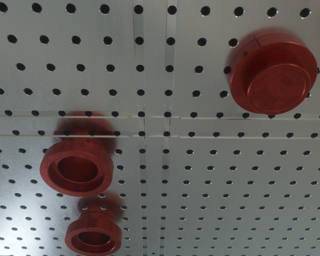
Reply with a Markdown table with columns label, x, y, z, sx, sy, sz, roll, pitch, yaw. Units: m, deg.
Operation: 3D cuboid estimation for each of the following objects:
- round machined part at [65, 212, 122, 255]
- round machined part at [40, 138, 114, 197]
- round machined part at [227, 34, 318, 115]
| label | x | y | z | sx | sy | sz | roll | pitch | yaw |
| --- | --- | --- | --- | --- | --- | --- | --- | --- | --- |
| round machined part | -0.117 | 0.189 | 0.560 | 0.099 | 0.042 | 0.097 | -1 | 130 | 0 |
| round machined part | -0.116 | 0.052 | 0.443 | 0.099 | 0.042 | 0.097 | -1 | 130 | 0 |
| round machined part | 0.131 | -0.054 | 0.357 | 0.099 | 0.042 | 0.097 | -1 | 130 | 0 |
